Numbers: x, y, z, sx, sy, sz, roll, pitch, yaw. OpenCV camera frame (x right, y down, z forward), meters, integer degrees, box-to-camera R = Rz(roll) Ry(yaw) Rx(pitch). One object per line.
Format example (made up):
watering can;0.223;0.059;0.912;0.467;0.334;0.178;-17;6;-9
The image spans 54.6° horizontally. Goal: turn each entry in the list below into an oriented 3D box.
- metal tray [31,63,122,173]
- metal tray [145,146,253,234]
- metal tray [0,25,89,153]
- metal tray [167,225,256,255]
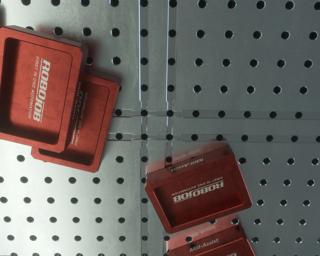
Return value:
metal tray;-0.110;-0.013;0.405;0.090;0.030;0.129;15;109;-6
metal tray;0.055;0.090;0.444;0.130;0.030;0.090;-21;109;7
metal tray;-0.142;-0.043;0.361;0.090;0.030;0.129;14;109;-5
metal tray;0.087;0.218;0.491;0.130;0.030;0.090;-24;109;8
